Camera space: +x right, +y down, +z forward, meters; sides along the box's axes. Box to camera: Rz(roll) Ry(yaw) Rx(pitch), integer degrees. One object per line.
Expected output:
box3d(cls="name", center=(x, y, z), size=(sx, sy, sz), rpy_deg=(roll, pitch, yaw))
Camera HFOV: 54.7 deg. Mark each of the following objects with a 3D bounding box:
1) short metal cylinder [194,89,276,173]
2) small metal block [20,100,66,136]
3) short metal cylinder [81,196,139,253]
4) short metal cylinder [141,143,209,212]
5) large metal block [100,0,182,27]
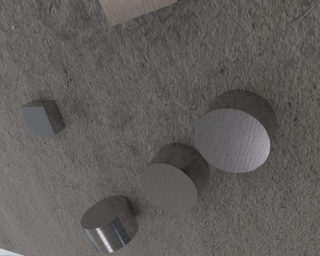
box3d(cls="short metal cylinder", center=(0.085, 0.003, 0.348), size=(0.080, 0.050, 0.079), rpy_deg=(13, 124, 21))
box3d(cls="small metal block", center=(-0.186, -0.017, 0.495), size=(0.050, 0.025, 0.050), rpy_deg=(1, 119, 27))
box3d(cls="short metal cylinder", center=(-0.082, 0.157, 0.512), size=(0.080, 0.080, 0.050), rpy_deg=(-10, 113, 32))
box3d(cls="short metal cylinder", center=(0.021, 0.067, 0.421), size=(0.080, 0.050, 0.079), rpy_deg=(13, 124, 21))
box3d(cls="large metal block", center=(-0.021, -0.156, 0.306), size=(0.080, 0.050, 0.080), rpy_deg=(-8, 115, 31))
